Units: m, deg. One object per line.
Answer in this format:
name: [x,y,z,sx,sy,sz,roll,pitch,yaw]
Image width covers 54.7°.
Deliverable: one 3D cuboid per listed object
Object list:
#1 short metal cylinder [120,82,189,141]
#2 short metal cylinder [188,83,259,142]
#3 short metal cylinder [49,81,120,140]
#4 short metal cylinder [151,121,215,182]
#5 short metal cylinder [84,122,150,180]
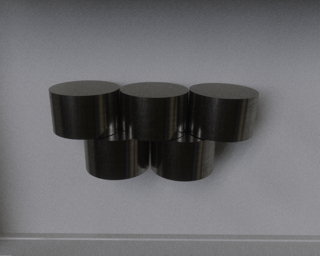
short metal cylinder: [-0.007,-0.022,0.372,0.081,0.080,0.050,1,110,-1]
short metal cylinder: [0.074,-0.021,0.373,0.081,0.080,0.050,2,110,-1]
short metal cylinder: [-0.088,-0.024,0.370,0.081,0.080,0.050,1,110,-1]
short metal cylinder: [0.029,0.025,0.390,0.081,0.080,0.050,1,110,-1]
short metal cylinder: [-0.053,0.023,0.388,0.081,0.080,0.050,1,110,-1]
